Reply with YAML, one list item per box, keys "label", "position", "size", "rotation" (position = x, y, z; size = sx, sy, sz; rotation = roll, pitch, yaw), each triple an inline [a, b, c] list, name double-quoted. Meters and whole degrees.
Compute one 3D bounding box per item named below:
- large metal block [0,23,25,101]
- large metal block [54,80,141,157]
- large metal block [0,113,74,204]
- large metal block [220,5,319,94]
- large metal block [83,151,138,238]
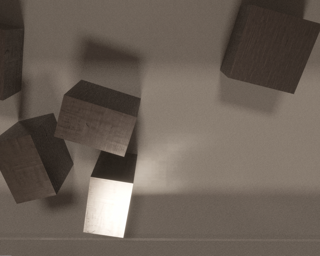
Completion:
- label: "large metal block"
  position: [-0.213, -0.084, 0.364]
  size: [0.081, 0.050, 0.079]
  rotation: [11, 110, -5]
- label: "large metal block"
  position: [-0.071, -0.015, 0.376]
  size: [0.080, 0.080, 0.050]
  rotation: [17, 109, -7]
- label: "large metal block"
  position: [-0.157, 0.035, 0.393]
  size: [0.050, 0.080, 0.080]
  rotation: [-14, 110, 4]
- label: "large metal block"
  position: [0.126, -0.093, 0.366]
  size: [0.081, 0.050, 0.079]
  rotation: [13, 110, -5]
- label: "large metal block"
  position: [-0.064, 0.084, 0.412]
  size: [0.050, 0.080, 0.079]
  rotation: [10, 110, -4]
